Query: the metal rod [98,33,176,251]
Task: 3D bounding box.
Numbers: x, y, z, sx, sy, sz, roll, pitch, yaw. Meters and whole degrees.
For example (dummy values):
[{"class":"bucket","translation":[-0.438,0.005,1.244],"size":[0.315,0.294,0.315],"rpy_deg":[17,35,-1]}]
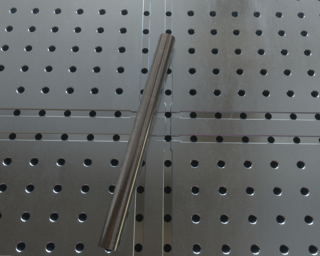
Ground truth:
[{"class":"metal rod","translation":[-0.025,0.004,0.410],"size":[0.025,0.025,0.299],"rpy_deg":[13,70,4]}]
